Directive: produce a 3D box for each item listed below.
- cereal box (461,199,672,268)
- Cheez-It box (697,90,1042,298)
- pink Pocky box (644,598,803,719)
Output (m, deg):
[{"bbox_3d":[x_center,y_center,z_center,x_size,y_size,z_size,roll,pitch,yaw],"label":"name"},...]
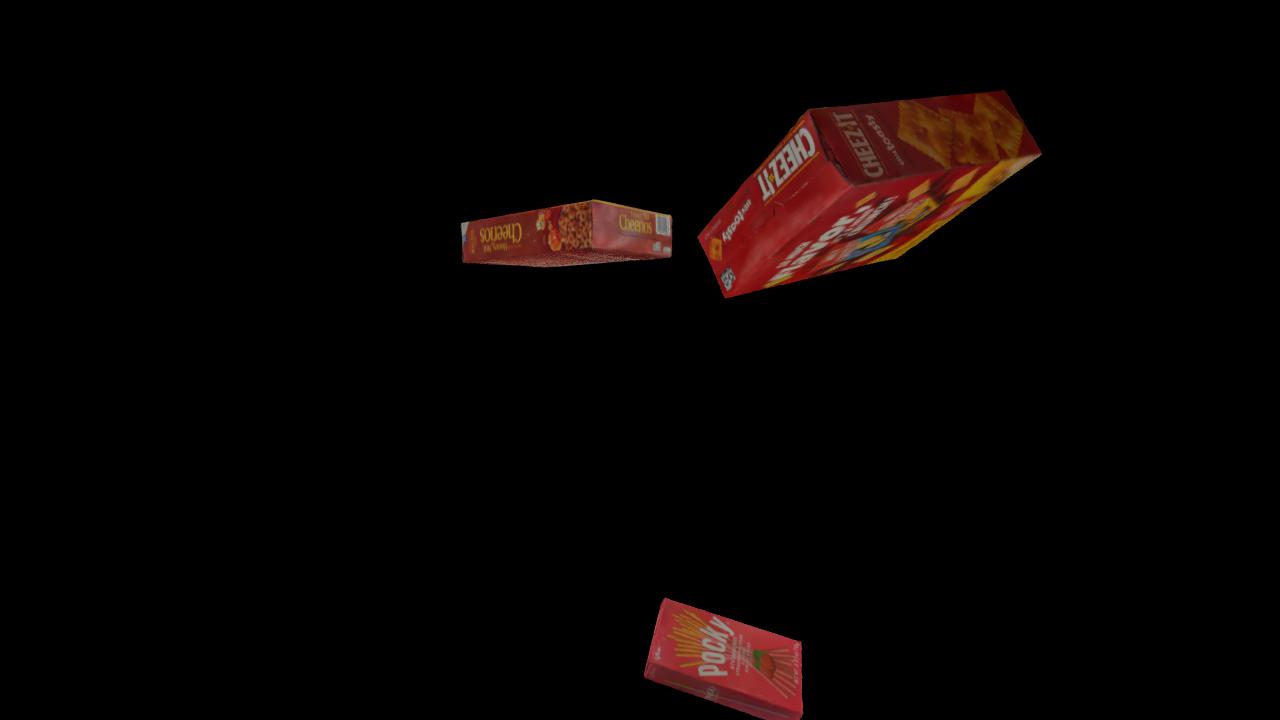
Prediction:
[{"bbox_3d":[-0.126,-0.203,1.030,0.306,0.081,0.203,3,6,38],"label":"cereal box"},{"bbox_3d":[0.181,-0.132,0.504,0.223,0.071,0.166,-16,-14,-27],"label":"Cheez-It box"},{"bbox_3d":[0.087,0.305,0.627,0.155,0.029,0.084,16,28,6],"label":"pink Pocky box"}]
